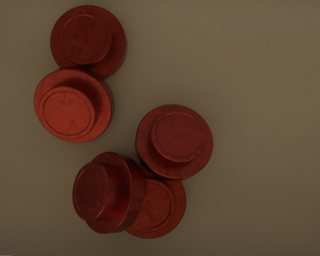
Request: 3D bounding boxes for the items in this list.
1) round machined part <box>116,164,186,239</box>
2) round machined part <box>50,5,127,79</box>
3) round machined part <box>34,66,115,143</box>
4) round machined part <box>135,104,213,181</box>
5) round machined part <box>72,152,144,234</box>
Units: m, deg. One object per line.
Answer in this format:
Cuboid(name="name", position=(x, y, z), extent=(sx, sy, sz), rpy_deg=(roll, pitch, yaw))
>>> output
Cuboid(name="round machined part", position=(-0.015, 0.096, 0.403), extent=(0.099, 0.042, 0.097), rpy_deg=(0, 90, 0))
Cuboid(name="round machined part", position=(-0.094, -0.112, 0.402), extent=(0.099, 0.042, 0.097), rpy_deg=(0, 90, 0))
Cuboid(name="round machined part", position=(-0.109, -0.024, 0.385), extent=(0.099, 0.042, 0.097), rpy_deg=(1, 113, 3))
Cuboid(name="round machined part", position=(0.019, 0.014, 0.386), extent=(0.099, 0.042, 0.098), rpy_deg=(4, 69, -9))
Cuboid(name="round machined part", position=(-0.069, 0.077, 0.375), extent=(0.098, 0.042, 0.098), rpy_deg=(-12, 71, 39))
